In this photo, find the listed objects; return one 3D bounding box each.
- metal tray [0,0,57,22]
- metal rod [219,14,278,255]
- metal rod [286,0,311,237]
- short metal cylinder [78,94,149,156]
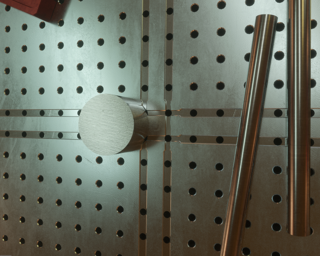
[{"bbox_3d":[-0.216,-0.232,0.484,0.130,0.030,0.090,26,98,17],"label":"metal tray"},{"bbox_3d":[0.106,0.017,0.374,0.025,0.025,0.298,9,93,19],"label":"metal rod"},{"bbox_3d":[0.160,-0.029,0.356,0.025,0.025,0.298,0,90,19],"label":"metal rod"},{"bbox_3d":[-0.062,-0.004,0.420,0.080,0.050,0.079,0,90,19],"label":"short metal cylinder"}]
